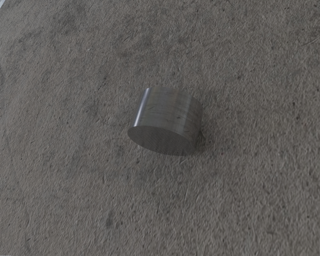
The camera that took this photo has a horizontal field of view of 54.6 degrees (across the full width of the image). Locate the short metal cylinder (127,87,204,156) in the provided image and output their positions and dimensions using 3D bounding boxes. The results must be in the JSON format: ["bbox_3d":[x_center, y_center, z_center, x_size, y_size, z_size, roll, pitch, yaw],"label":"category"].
[{"bbox_3d":[0.007,-0.006,0.369,0.080,0.080,0.050,2,63,29],"label":"short metal cylinder"}]
